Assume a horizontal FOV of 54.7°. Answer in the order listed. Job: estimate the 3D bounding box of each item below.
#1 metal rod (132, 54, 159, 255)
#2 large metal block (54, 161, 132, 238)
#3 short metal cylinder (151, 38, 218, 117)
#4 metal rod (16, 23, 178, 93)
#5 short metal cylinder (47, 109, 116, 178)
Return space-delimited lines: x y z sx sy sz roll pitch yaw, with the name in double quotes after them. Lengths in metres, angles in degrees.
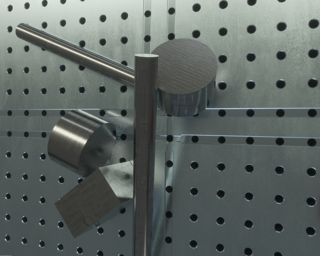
-0.020 0.065 0.371 0.025 0.025 0.298 10 112 19 "metal rod"
-0.074 0.091 0.409 0.080 0.080 0.050 -39 77 16 "large metal block"
0.027 -0.060 0.372 0.080 0.050 0.080 -2 62 5 "short metal cylinder"
-0.088 -0.092 0.443 0.301 0.025 0.025 25 99 18 "metal rod"
-0.103 0.021 0.420 0.050 0.080 0.080 23 98 18 "short metal cylinder"
